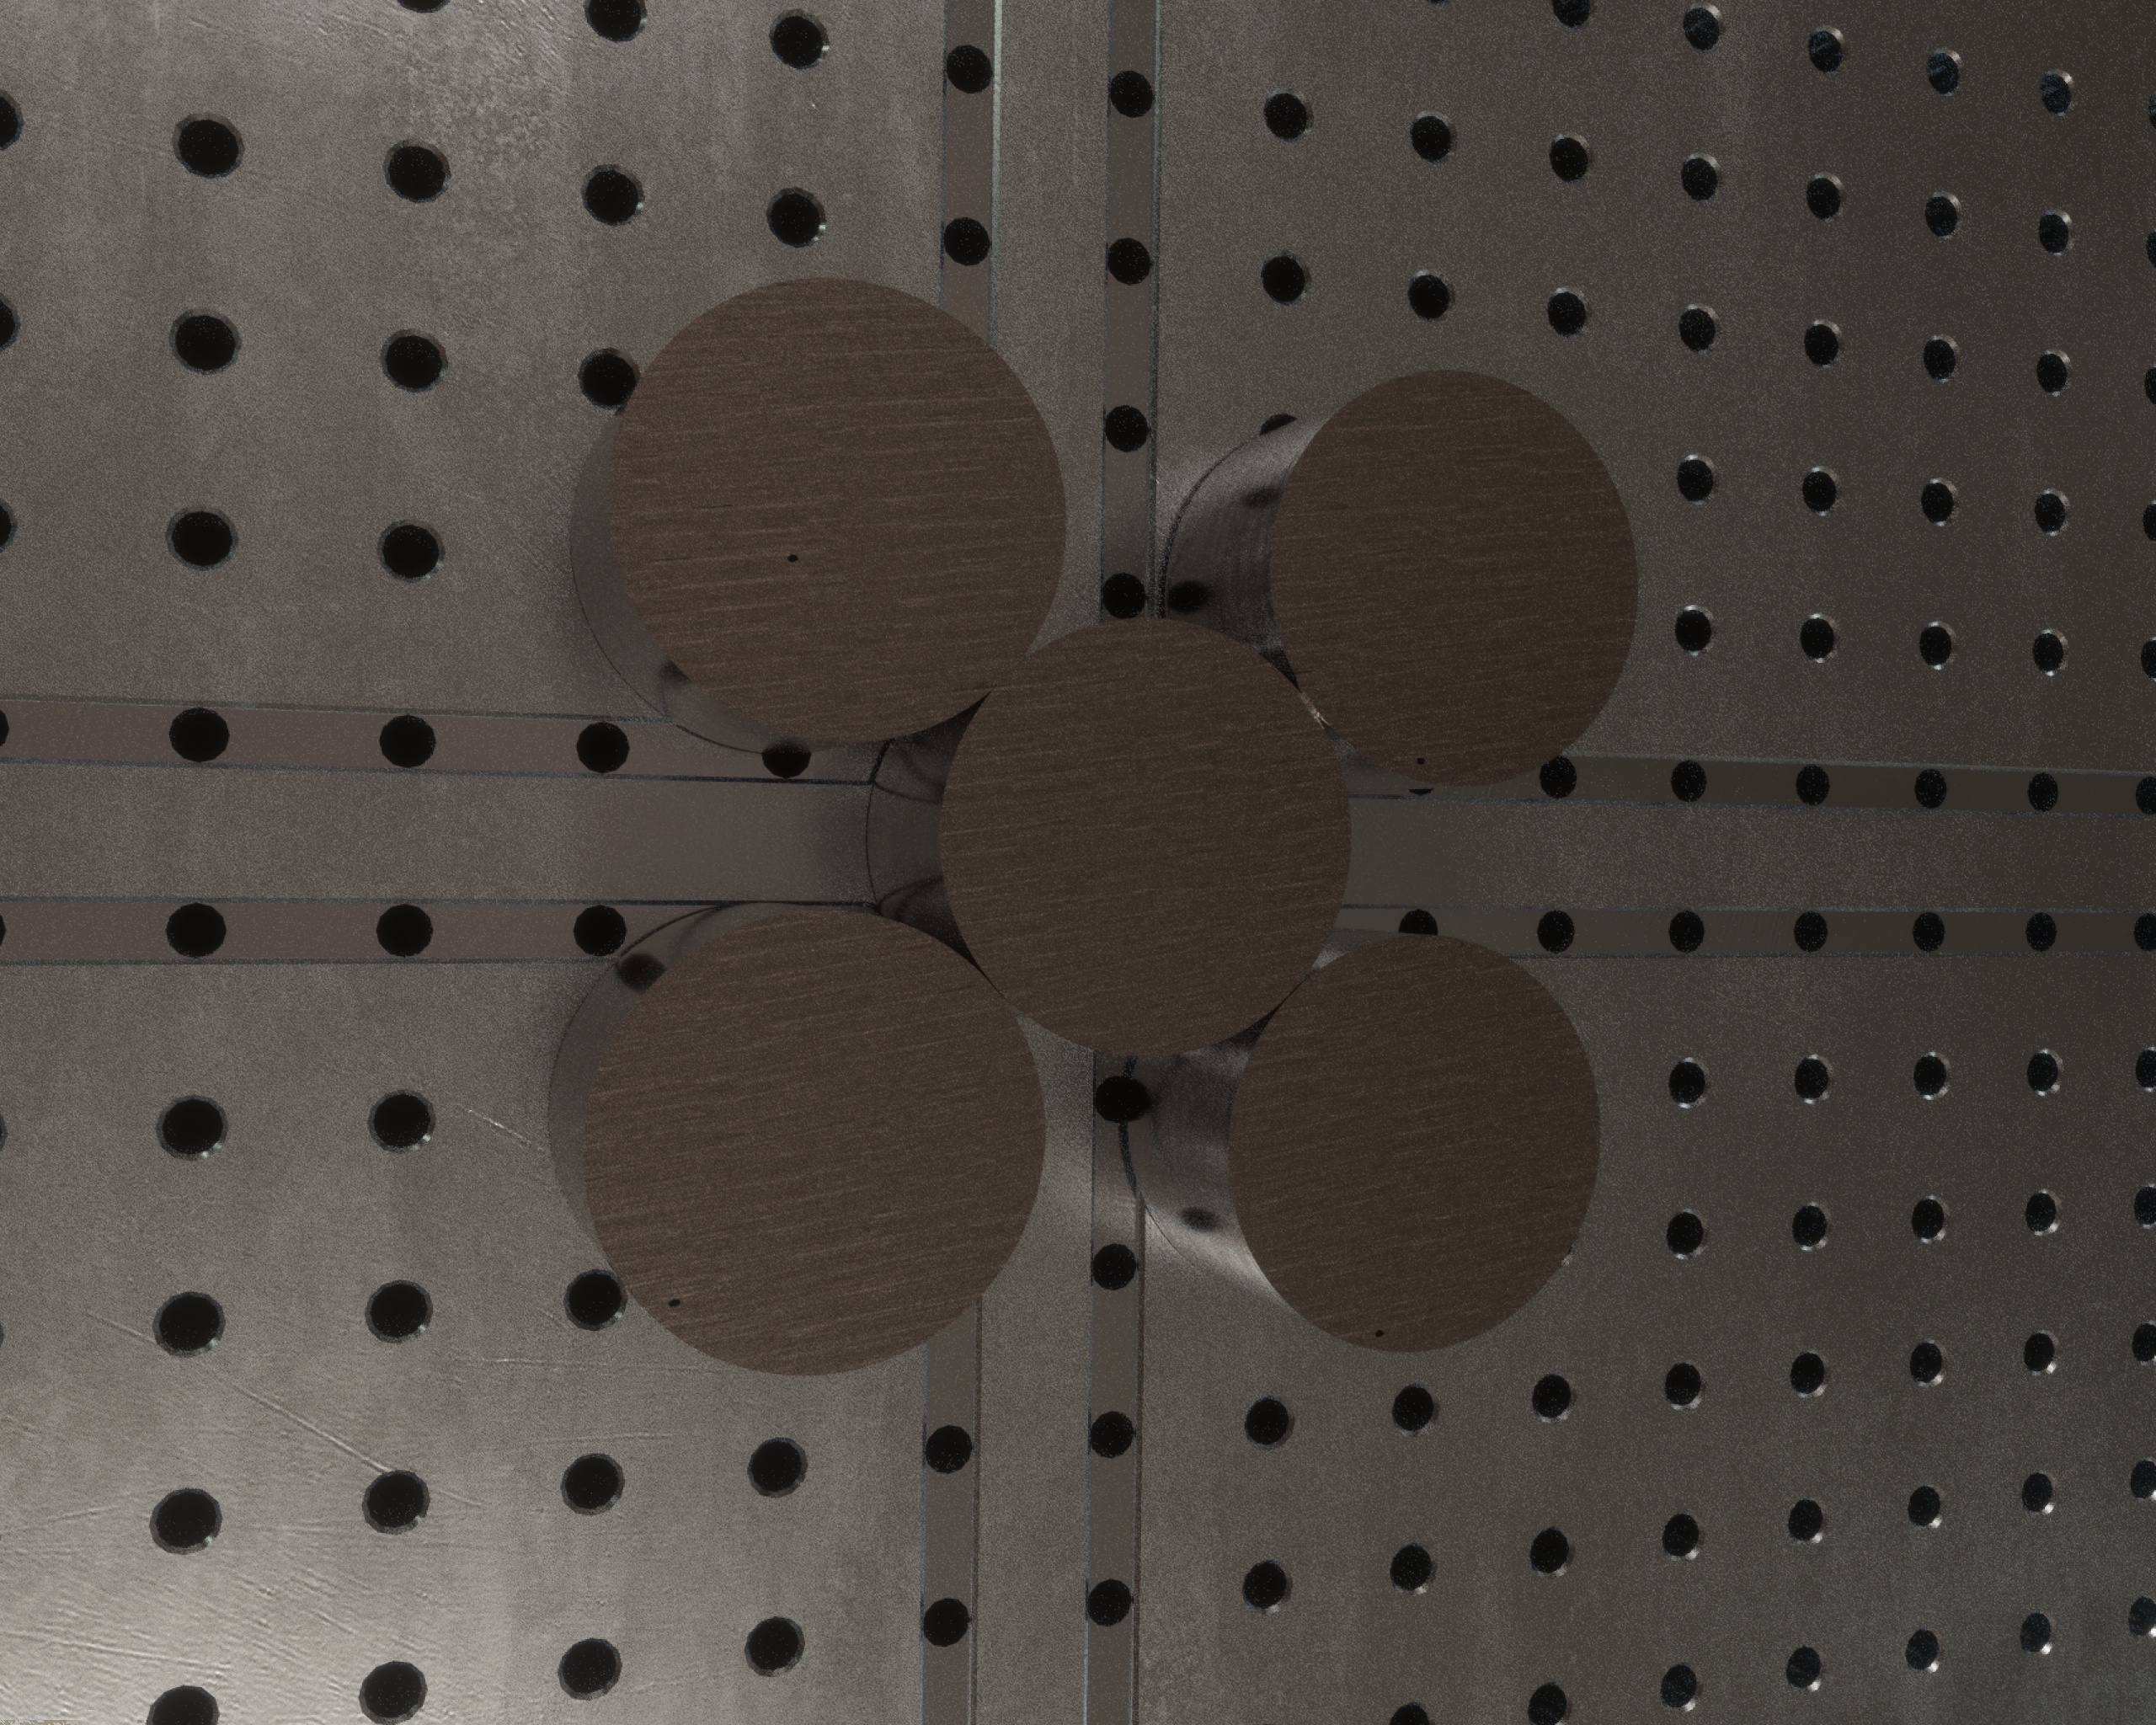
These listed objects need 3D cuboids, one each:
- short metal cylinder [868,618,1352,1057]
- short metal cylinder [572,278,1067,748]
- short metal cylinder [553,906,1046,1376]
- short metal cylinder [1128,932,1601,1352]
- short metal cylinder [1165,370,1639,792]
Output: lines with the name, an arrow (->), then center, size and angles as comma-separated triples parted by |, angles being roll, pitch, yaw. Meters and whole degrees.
short metal cylinder -> 0.005, -0.005, 0.402 | 0.081, 0.050, 0.079 | 0, 90, -21
short metal cylinder -> -0.048, -0.061, 0.381 | 0.081, 0.050, 0.079 | 0, 90, -21
short metal cylinder -> -0.052, 0.048, 0.380 | 0.081, 0.050, 0.079 | 0, 90, -21
short metal cylinder -> 0.057, 0.053, 0.421 | 0.081, 0.050, 0.079 | 0, 90, -21
short metal cylinder -> 0.065, -0.054, 0.422 | 0.081, 0.050, 0.079 | 0, 90, -21
